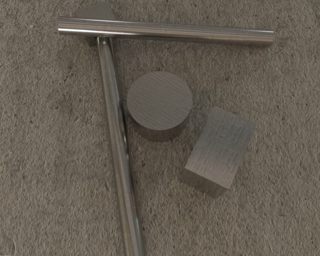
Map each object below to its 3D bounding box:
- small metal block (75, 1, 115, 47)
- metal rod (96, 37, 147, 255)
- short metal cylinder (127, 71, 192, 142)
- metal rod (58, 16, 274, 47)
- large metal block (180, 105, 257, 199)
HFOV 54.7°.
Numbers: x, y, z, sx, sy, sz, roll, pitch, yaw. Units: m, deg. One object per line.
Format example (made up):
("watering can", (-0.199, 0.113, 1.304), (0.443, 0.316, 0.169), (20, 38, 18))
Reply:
("small metal block", (-0.093, -0.156, 0.464), (0.050, 0.025, 0.050), (-22, 71, -8))
("metal rod", (-0.054, 0.010, 0.403), (0.025, 0.025, 0.299), (-10, 70, -4))
("short metal cylinder", (-0.001, -0.027, 0.405), (0.081, 0.050, 0.080), (0, 70, 0))
("metal rod", (0.013, -0.137, 0.442), (0.302, 0.025, 0.025), (2, 70, -6))
("large metal block", (0.066, 0.032, 0.368), (0.050, 0.080, 0.080), (25, 72, 8))
